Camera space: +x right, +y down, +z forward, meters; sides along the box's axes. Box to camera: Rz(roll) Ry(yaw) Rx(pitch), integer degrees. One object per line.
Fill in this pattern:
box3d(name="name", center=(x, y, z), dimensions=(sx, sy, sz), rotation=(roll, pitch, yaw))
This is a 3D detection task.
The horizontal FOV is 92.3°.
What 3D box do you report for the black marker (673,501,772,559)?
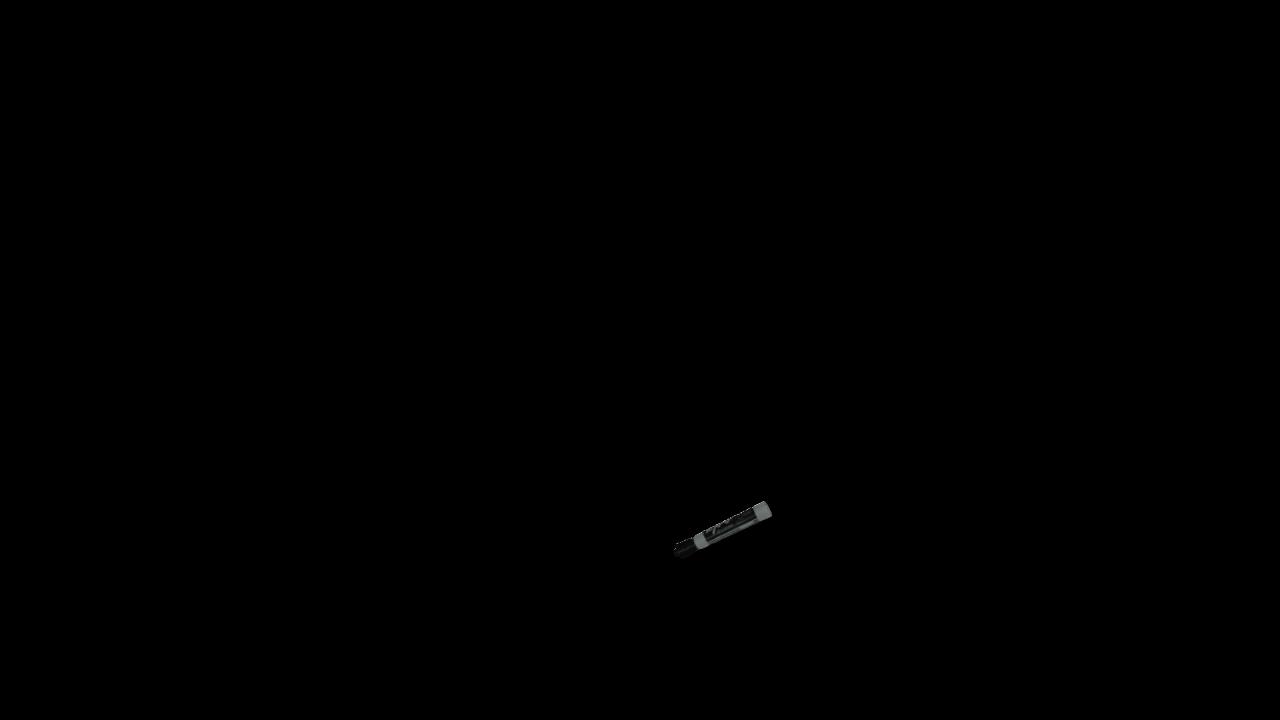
box3d(name="black marker", center=(0.092, 0.195, 0.701), dimensions=(0.121, 0.020, 0.020), rotation=(-29, -5, 10))
